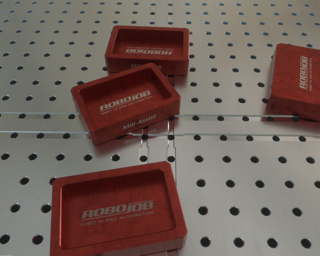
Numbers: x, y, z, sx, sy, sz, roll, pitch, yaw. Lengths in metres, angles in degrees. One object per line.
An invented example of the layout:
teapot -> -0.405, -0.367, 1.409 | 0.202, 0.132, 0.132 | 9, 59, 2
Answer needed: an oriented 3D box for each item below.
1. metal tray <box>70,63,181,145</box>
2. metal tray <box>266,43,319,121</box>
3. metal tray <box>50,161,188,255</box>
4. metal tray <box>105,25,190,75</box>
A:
metal tray -> -0.048, -0.039, 0.436 | 0.131, 0.030, 0.090 | -21, 53, -17
metal tray -> 0.214, -0.072, 0.466 | 0.090, 0.030, 0.130 | 13, 51, 11
metal tray -> -0.045, 0.089, 0.329 | 0.131, 0.030, 0.090 | -8, 51, -7
metal tray -> -0.018, -0.130, 0.513 | 0.131, 0.030, 0.090 | 3, 50, 2
